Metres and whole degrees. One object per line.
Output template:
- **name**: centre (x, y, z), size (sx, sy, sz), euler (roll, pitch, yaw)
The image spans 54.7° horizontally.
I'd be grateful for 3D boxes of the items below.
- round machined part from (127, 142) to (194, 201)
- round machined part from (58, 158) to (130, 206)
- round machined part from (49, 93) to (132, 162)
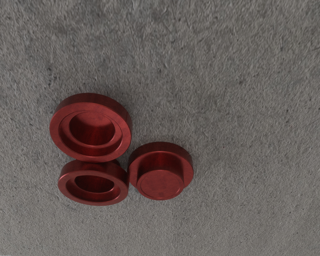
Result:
- **round machined part**: centre (0.000, 0.070, 0.455), size (0.099, 0.042, 0.097), euler (0, 130, 0)
- **round machined part**: centre (-0.093, 0.071, 0.450), size (0.099, 0.042, 0.097), euler (1, 139, 1)
- **round machined part**: centre (-0.084, -0.005, 0.391), size (0.099, 0.042, 0.097), euler (0, 130, 0)
